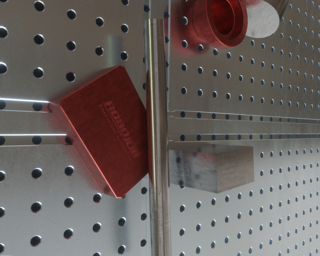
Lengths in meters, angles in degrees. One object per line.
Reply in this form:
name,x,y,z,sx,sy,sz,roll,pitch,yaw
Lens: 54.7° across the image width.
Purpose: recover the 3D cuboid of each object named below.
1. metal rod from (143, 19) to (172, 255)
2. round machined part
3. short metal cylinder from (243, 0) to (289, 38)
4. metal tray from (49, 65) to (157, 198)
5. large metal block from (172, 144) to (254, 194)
metal rod,-0.002,0.024,0.369,0.025,0.025,0.298,-3,92,-40
round machined part,0.088,-0.169,0.474,0.099,0.042,0.097,0,90,-40
short metal cylinder,0.165,-0.198,0.514,0.080,0.080,0.050,43,64,-32
metal tray,-0.054,0.004,0.362,0.091,0.030,0.129,-40,115,-33
large metal block,0.075,0.053,0.439,0.081,0.080,0.050,-6,94,-40
